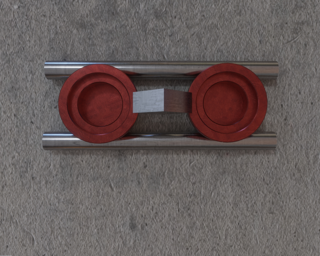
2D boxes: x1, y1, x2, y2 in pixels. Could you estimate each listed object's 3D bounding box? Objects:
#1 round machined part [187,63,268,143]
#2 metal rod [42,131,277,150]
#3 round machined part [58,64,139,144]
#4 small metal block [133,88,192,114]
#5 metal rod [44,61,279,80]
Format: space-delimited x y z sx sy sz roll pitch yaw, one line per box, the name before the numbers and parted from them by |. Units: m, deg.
round machined part | 0.082 -0.031 0.398 0.099 0.042 0.097 0 90 0
metal rod | 0.000 0.017 0.411 0.302 0.025 0.025 0 90 0
round machined part | -0.075 -0.030 0.398 0.099 0.042 0.097 0 90 0
small metal block | 0.003 -0.030 0.372 0.050 0.050 0.025 0 89 43
metal rod | 0.002 -0.077 0.411 0.302 0.025 0.025 0 90 0
